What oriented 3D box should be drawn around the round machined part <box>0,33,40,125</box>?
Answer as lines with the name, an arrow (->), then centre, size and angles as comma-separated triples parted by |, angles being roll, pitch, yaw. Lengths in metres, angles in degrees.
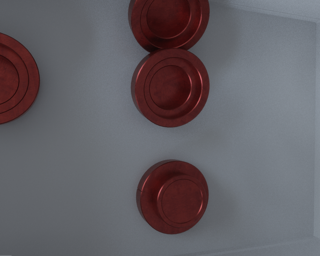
round machined part -> -0.182, -0.051, 0.334 | 0.099, 0.042, 0.097 | 0, 90, -20

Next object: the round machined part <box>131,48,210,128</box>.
round machined part -> 0.010, -0.053, 0.397 | 0.099, 0.042, 0.097 | -5, 106, -19

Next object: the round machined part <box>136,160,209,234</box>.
round machined part -> 0.021, 0.092, 0.409 | 0.099, 0.042, 0.097 | 0, 90, -20

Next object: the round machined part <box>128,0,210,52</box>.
round machined part -> 0.009, -0.143, 0.388 | 0.099, 0.042, 0.097 | -10, 130, -12
